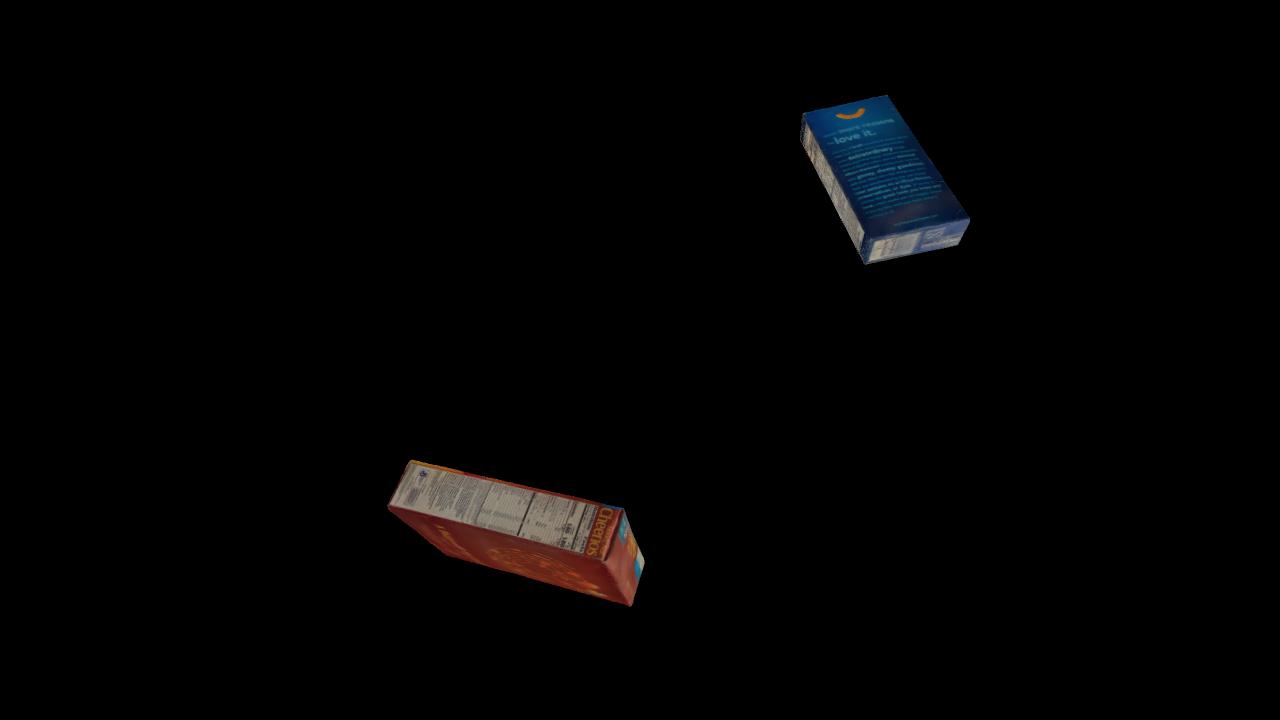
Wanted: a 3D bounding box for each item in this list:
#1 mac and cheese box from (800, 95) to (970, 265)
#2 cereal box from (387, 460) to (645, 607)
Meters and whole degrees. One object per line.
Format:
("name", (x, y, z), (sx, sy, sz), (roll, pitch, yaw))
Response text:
("mac and cheese box", (0.231, -0.181, 0.601), (0.093, 0.184, 0.041), (-13, -32, 1))
("cereal box", (-0.156, 0.237, 0.834), (0.306, 0.081, 0.203), (8, -33, 16))
